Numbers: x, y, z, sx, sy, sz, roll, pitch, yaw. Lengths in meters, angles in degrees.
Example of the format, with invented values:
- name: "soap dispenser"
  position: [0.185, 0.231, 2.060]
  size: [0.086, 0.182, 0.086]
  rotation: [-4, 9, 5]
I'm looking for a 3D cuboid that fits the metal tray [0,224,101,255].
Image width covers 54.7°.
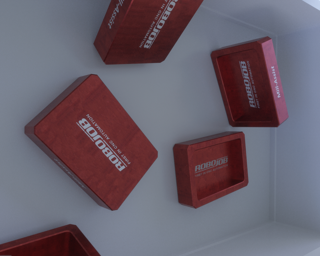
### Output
- name: "metal tray"
  position: [-0.088, 0.140, 0.263]
  size: [0.091, 0.130, 0.030]
  rotation: [-6, 113, -40]

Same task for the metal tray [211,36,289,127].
- name: "metal tray"
  position: [0.137, -0.066, 0.478]
  size: [0.030, 0.090, 0.129]
  rotation: [-30, 109, -36]

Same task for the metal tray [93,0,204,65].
- name: "metal tray"
  position: [-0.008, -0.126, 0.336]
  size: [0.091, 0.129, 0.030]
  rotation: [-12, 63, -39]

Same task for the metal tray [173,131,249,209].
- name: "metal tray"
  position: [0.081, 0.058, 0.471]
  size: [0.131, 0.030, 0.089]
  rotation: [-11, 97, -39]

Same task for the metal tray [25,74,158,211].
- name: "metal tray"
  position: [-0.069, 0.017, 0.346]
  size: [0.090, 0.030, 0.130]
  rotation: [-52, 120, -27]
